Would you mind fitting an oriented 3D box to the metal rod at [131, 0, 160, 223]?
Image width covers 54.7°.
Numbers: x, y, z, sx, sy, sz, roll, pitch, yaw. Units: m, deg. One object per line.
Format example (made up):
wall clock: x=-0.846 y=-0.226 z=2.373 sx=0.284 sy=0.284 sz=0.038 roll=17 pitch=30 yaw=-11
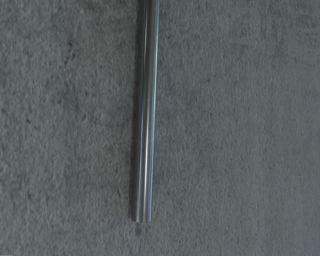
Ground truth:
metal rod: x=-0.017 y=-0.034 z=0.391 sx=0.025 sy=0.025 sz=0.298 roll=4 pitch=88 yaw=-40
